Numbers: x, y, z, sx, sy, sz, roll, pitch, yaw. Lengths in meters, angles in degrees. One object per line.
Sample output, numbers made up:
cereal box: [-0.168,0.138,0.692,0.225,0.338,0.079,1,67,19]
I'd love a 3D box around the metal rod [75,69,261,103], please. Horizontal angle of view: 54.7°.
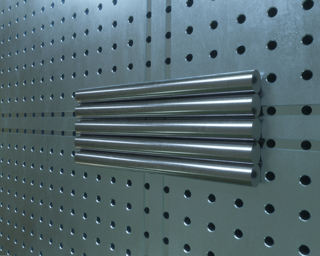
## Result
metal rod: [-0.015,-0.051,0.419,0.300,0.025,0.025,1,91,39]

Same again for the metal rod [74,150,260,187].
metal rod: [-0.016,0.049,0.420,0.300,0.025,0.025,0,90,39]

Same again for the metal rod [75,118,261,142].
metal rod: [-0.015,0.000,0.419,0.300,0.025,0.025,1,91,39]

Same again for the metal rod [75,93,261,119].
metal rod: [-0.015,-0.025,0.420,0.300,0.025,0.025,1,91,39]

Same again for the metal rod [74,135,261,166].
metal rod: [-0.015,0.025,0.420,0.300,0.025,0.025,1,91,39]
